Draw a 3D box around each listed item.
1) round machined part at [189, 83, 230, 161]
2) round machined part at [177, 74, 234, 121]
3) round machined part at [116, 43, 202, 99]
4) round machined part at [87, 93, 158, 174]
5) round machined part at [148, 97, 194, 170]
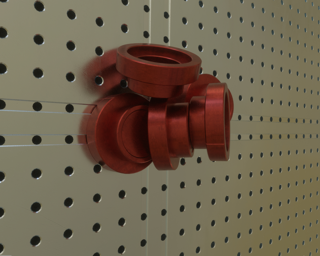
[{"bbox_3d":[0.063,-0.007,0.391,0.098,0.042,0.097,-2,91,-73],"label":"round machined part"},{"bbox_3d":[0.073,-0.032,0.461,0.099,0.042,0.097,0,90,-40],"label":"round machined part"},{"bbox_3d":[-0.003,-0.067,0.367,0.099,0.098,0.042,-16,126,-39],"label":"round machined part"},{"bbox_3d":[-0.034,0.006,0.372,0.099,0.042,0.097,0,90,-40],"label":"round machined part"},{"bbox_3d":[0.018,0.003,0.384,0.098,0.042,0.097,-4,91,-77],"label":"round machined part"}]
